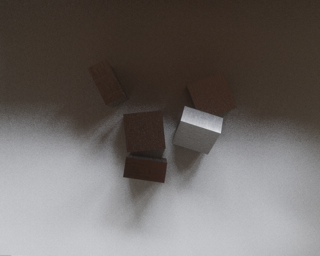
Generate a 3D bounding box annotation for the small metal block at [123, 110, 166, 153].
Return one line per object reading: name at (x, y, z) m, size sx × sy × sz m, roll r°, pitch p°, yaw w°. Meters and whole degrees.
small metal block at (-0.020, 0.004, 0.411) m, size 0.050 × 0.025 × 0.050 m, roll -6°, pitch 90°, yaw 0°

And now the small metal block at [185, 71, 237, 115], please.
small metal block at (0.067, -0.041, 0.412) m, size 0.050 × 0.025 × 0.050 m, roll -21°, pitch 90°, yaw 0°

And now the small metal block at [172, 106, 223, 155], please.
small metal block at (0.047, 0.004, 0.397) m, size 0.050 × 0.050 × 0.025 m, roll 18°, pitch 52°, yaw 0°

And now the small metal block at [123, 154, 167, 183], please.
small metal block at (-0.018, 0.051, 0.399) m, size 0.050 × 0.050 × 0.025 m, roll 8°, pitch 90°, yaw 0°

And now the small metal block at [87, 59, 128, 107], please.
small metal block at (-0.065, -0.055, 0.398) m, size 0.025 × 0.050 × 0.050 m, roll -27°, pitch 90°, yaw 0°
